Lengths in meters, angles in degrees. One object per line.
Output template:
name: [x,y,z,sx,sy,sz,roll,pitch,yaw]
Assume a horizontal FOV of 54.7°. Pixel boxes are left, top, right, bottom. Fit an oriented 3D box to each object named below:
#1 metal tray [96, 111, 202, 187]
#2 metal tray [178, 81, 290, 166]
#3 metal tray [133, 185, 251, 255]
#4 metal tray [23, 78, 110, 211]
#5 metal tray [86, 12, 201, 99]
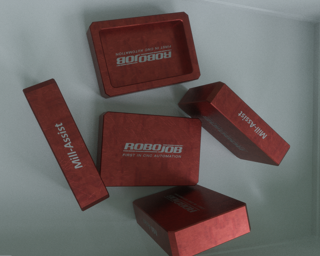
metal tray: [-0.013,0.028,0.401,0.131,0.030,0.089,4,89,-21]
metal tray: [0.095,-0.004,0.410,0.130,0.090,0.030,39,78,-16]
metal tray: [0.030,0.101,0.364,0.091,0.130,0.030,-13,95,-20]
metal tray: [-0.103,0.017,0.336,0.030,0.090,0.129,-26,99,-19]
metal tray: [-0.019,-0.095,0.400,0.131,0.030,0.089,-14,95,-20]
